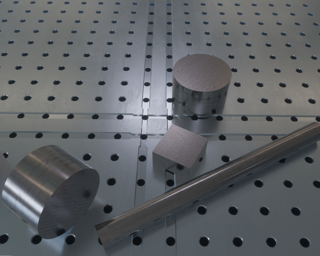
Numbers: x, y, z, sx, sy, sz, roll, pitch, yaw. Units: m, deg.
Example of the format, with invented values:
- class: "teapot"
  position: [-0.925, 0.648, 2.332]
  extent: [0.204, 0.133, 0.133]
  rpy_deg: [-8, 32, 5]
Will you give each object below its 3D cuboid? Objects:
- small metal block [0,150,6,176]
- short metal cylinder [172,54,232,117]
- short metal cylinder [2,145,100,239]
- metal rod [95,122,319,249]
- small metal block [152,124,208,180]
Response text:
- class: "small metal block"
  position: [-0.216, 0.036, 0.359]
  extent: [0.050, 0.050, 0.025]
  rpy_deg: [-7, 51, -6]
- class: "short metal cylinder"
  position: [0.058, -0.061, 0.443]
  extent: [0.081, 0.050, 0.080]
  rpy_deg: [0, 50, 0]
- class: "short metal cylinder"
  position: [-0.109, 0.064, 0.317]
  extent: [0.050, 0.080, 0.080]
  rpy_deg: [28, 56, 21]
- class: "metal rod"
  position: [0.072, 0.057, 0.360]
  extent: [0.302, 0.025, 0.025]
  rpy_deg: [-22, 54, -18]
- class: "small metal block"
  position: [0.025, 0.029, 0.384]
  extent: [0.050, 0.025, 0.050]
  rpy_deg: [23, 54, 18]
